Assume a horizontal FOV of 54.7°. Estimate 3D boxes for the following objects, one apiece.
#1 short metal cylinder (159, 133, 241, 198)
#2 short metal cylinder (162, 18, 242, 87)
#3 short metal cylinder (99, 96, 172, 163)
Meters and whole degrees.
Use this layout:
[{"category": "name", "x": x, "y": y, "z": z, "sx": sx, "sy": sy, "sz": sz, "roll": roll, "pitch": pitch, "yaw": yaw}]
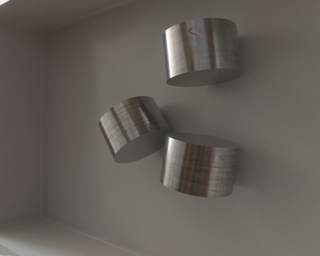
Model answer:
[{"category": "short metal cylinder", "x": 0.043, "y": 0.037, "z": 0.336, "sx": 0.080, "sy": 0.081, "sz": 0.050, "roll": 14, "pitch": 99, "yaw": 39}, {"category": "short metal cylinder", "x": 0.045, "y": -0.078, "z": 0.334, "sx": 0.080, "sy": 0.081, "sz": 0.050, "roll": -9, "pitch": 85, "yaw": 40}, {"category": "short metal cylinder", "x": -0.031, "y": 0.003, "z": 0.397, "sx": 0.080, "sy": 0.081, "sz": 0.050, "roll": -42, "pitch": 65, "yaw": 32}]
